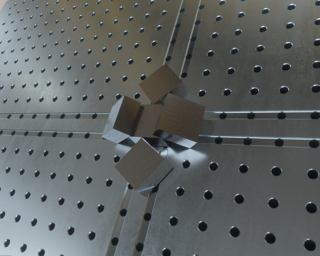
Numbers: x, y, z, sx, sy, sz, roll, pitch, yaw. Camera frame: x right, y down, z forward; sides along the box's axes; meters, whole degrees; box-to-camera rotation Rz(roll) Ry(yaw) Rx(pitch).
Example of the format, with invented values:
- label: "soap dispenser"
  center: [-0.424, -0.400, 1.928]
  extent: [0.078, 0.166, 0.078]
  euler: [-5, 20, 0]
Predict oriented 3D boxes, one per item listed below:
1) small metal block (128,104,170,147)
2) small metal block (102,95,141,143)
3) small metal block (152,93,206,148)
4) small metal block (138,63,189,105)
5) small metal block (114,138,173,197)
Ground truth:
- label: "small metal block"
  center: [-0.009, -0.004, 0.415]
  extent: [0.050, 0.025, 0.050]
  euler: [2, 62, 29]
- label: "small metal block"
  center: [-0.054, -0.011, 0.428]
  extent: [0.050, 0.025, 0.050]
  euler: [-29, 41, 59]
- label: "small metal block"
  center: [0.024, -0.009, 0.384]
  extent: [0.050, 0.025, 0.050]
  euler: [20, 66, -8]
- label: "small metal block"
  center: [0.005, -0.057, 0.441]
  extent: [0.050, 0.025, 0.050]
  euler: [-37, 50, 2]
- label: "small metal block"
  center: [-0.021, 0.049, 0.389]
  extent: [0.050, 0.025, 0.050]
  euler: [-47, 50, -4]
